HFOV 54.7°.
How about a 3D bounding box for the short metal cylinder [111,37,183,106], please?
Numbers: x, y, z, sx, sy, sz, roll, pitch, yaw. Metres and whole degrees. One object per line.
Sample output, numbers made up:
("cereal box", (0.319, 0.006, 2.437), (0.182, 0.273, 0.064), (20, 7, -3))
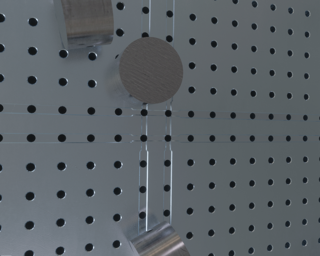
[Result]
("short metal cylinder", (-0.018, -0.069, 0.393), (0.081, 0.050, 0.079), (0, 90, -20))

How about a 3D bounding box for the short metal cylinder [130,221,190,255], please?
("short metal cylinder", (0.003, 0.164, 0.385), (0.050, 0.080, 0.080), (-26, 99, -18))

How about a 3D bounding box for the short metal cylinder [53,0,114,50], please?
("short metal cylinder", (-0.088, -0.132, 0.350), (0.050, 0.080, 0.080), (-13, 95, -20))
